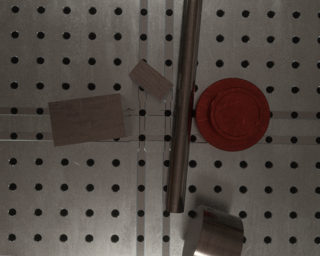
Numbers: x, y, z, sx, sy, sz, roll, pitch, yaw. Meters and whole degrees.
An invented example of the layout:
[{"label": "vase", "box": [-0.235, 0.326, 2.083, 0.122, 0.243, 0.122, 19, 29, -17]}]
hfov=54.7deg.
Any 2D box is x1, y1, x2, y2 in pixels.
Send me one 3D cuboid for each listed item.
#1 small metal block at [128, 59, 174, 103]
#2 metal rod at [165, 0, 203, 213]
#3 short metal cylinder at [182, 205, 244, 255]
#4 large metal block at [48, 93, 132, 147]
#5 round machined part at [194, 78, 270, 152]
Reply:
[{"label": "small metal block", "box": [-0.011, -0.059, 0.401, 0.050, 0.050, 0.025, 39, 90, -1]}, {"label": "metal rod", "box": [0.033, -0.038, 0.413, 0.025, 0.025, 0.298, 5, 90, -1]}, {"label": "short metal cylinder", "box": [0.064, 0.143, 0.387, 0.050, 0.080, 0.080, 19, 90, 0]}, {"label": "large metal block", "box": [-0.081, -0.009, 0.385, 0.081, 0.080, 0.050, -8, 90, 0]}, {"label": "round machined part", "box": [0.096, -0.018, 0.406, 0.099, 0.042, 0.097, 0, 90, -1]}]
